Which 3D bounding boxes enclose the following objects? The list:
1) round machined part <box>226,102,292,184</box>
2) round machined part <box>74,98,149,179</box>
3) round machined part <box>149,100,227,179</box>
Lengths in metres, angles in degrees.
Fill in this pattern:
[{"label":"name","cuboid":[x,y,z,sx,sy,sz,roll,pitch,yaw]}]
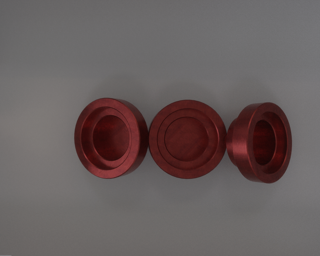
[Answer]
[{"label":"round machined part","cuboid":[0.120,0.018,0.388,0.099,0.042,0.097,2,87,-39]},{"label":"round machined part","cuboid":[-0.056,0.012,0.389,0.098,0.042,0.097,0,91,28]},{"label":"round machined part","cuboid":[0.033,0.014,0.400,0.099,0.042,0.097,0,89,-6]}]
